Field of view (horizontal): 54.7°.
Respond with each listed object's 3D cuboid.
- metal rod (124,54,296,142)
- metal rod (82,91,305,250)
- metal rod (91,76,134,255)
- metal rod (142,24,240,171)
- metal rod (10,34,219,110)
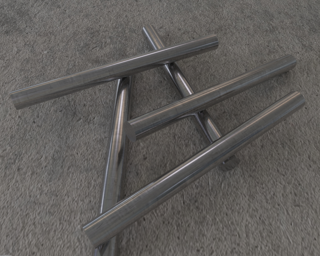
[{"bbox_3d":[0.086,-0.050,0.419,0.302,0.025,0.025,-25,54,-29],"label":"metal rod"},{"bbox_3d":[0.056,0.032,0.342,0.302,0.025,0.025,-29,56,-23],"label":"metal rod"},{"bbox_3d":[-0.053,0.016,0.389,0.025,0.025,0.300,0,50,0],"label":"metal rod"},{"bbox_3d":[0.032,-0.064,0.456,0.025,0.025,0.300,-16,52,-13],"label":"metal rod"},{"bbox_3d":[-0.052,-0.085,0.439,0.302,0.025,0.025,-20,53,-16],"label":"metal rod"}]
